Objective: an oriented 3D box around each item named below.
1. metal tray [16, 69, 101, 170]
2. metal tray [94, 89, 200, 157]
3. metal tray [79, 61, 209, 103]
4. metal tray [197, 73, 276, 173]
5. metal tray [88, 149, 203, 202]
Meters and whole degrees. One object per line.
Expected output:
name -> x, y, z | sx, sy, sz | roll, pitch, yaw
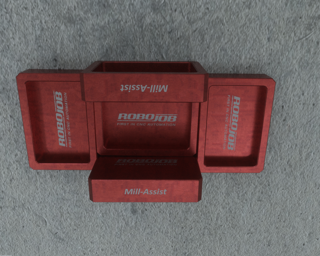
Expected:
metal tray -> -0.127, -0.009, 0.403 | 0.091, 0.030, 0.129 | 0, 110, -1
metal tray -> -0.017, -0.010, 0.404 | 0.131, 0.030, 0.089 | 1, 110, -1
metal tray -> -0.016, -0.056, 0.356 | 0.131, 0.090, 0.030 | 0, 110, -1
metal tray -> 0.095, -0.005, 0.408 | 0.091, 0.030, 0.129 | 0, 110, -1
metal tray -> -0.017, 0.057, 0.396 | 0.131, 0.090, 0.030 | 0, 110, -1
